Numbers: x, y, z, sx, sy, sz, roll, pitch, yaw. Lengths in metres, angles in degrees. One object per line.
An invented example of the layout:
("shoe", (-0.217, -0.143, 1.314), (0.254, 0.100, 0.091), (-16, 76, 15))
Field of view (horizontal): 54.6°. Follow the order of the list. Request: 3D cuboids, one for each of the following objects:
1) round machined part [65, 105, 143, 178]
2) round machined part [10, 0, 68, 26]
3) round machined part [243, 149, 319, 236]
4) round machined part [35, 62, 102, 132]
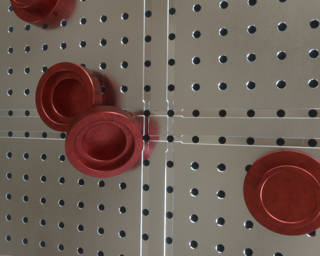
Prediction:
("round machined part", (-0.074, 0.014, 0.413), (0.099, 0.042, 0.097), (-6, 118, -11))
("round machined part", (-0.191, -0.210, 0.472), (0.098, 0.042, 0.097), (0, 90, 20))
("round machined part", (0.145, 0.074, 0.352), (0.098, 0.042, 0.097), (0, 90, 20))
("round machined part", (-0.126, -0.043, 0.449), (0.098, 0.042, 0.097), (0, 90, 20))
